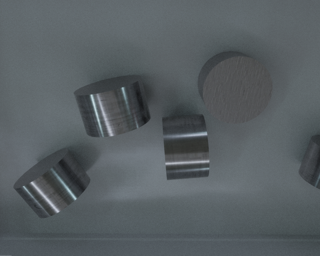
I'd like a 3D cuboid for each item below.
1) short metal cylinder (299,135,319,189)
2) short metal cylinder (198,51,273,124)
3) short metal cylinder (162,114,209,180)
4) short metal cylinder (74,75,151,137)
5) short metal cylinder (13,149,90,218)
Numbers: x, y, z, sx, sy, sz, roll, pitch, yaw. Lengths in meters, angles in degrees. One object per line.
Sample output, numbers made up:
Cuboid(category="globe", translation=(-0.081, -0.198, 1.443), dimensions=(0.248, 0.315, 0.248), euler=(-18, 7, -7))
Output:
Cuboid(category="short metal cylinder", translation=(0.231, 0.048, 0.403), dimensions=(0.081, 0.080, 0.050), euler=(10, 110, -4))
Cuboid(category="short metal cylinder", translation=(0.090, -0.051, 0.381), dimensions=(0.081, 0.050, 0.079), euler=(0, 110, -1))
Cuboid(category="short metal cylinder", translation=(0.031, 0.024, 0.391), dimensions=(0.050, 0.080, 0.079), euler=(-5, 110, 1))
Cuboid(category="short metal cylinder", translation=(-0.056, -0.028, 0.371), dimensions=(0.080, 0.080, 0.050), euler=(-11, 110, 4))
Cuboid(category="short metal cylinder", translation=(-0.140, 0.071, 0.406), dimensions=(0.080, 0.080, 0.050), euler=(-29, 108, 10))
